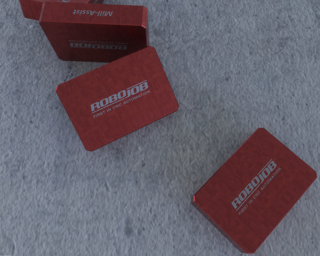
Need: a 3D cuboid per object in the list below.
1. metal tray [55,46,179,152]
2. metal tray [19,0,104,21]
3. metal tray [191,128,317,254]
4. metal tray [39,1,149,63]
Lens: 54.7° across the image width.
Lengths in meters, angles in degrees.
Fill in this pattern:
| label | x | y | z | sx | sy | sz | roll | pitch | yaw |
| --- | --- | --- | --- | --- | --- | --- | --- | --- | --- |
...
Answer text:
| label | x | y | z | sx | sy | sz | roll | pitch | yaw |
| --- | --- | --- | --- | --- | --- | --- | --- | --- | --- |
| metal tray | -0.052 | -0.038 | 0.396 | 0.131 | 0.030 | 0.090 | -26 | 104 | -10 |
| metal tray | -0.132 | -0.201 | 0.455 | 0.090 | 0.030 | 0.130 | 13 | 51 | 4 |
| metal tray | 0.114 | 0.074 | 0.380 | 0.130 | 0.030 | 0.090 | -43 | 76 | -14 |
| metal tray | -0.081 | -0.125 | 0.418 | 0.131 | 0.090 | 0.030 | 3 | 71 | 0 |
